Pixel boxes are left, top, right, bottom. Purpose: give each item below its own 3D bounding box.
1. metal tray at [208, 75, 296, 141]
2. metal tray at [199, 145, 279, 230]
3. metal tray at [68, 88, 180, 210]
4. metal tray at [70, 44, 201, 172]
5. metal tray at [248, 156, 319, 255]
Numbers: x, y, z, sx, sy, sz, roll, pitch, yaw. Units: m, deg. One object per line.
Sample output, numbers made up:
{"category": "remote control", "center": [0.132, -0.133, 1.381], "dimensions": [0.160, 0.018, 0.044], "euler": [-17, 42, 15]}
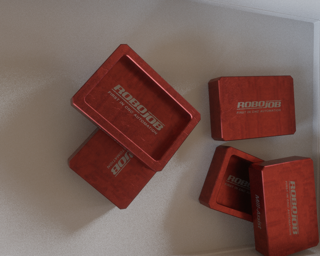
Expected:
{"category": "metal tray", "center": [0.139, -0.031, 0.461], "dimensions": [0.131, 0.030, 0.089], "euler": [-4, 92, -20]}
{"category": "metal tray", "center": [0.131, 0.089, 0.458], "dimensions": [0.131, 0.030, 0.090], "euler": [22, 82, -19]}
{"category": "metal tray", "center": [-0.039, 0.025, 0.394], "dimensions": [0.090, 0.030, 0.130], "euler": [45, 76, -15]}
{"category": "metal tray", "center": [-0.026, -0.022, 0.366], "dimensions": [0.130, 0.030, 0.090], "euler": [42, 77, -16]}
{"category": "metal tray", "center": [0.178, 0.111, 0.443], "dimensions": [0.091, 0.030, 0.129], "euler": [-7, 93, -21]}
